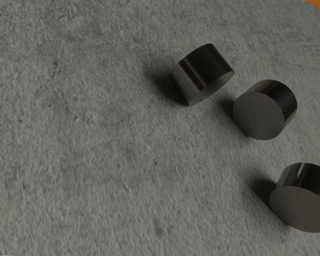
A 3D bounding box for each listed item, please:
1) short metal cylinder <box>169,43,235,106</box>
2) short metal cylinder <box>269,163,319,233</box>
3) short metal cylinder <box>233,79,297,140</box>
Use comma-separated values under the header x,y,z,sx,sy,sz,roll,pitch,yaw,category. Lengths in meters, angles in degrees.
x,y,z,sx,sy,sz,roll,pitch,yaw,category
0.060,-0.076,0.449,0.081,0.080,0.050,-27,77,-37,short metal cylinder
0.197,0.094,0.420,0.080,0.080,0.050,45,51,3,short metal cylinder
0.160,-0.028,0.474,0.080,0.080,0.050,50,51,6,short metal cylinder
